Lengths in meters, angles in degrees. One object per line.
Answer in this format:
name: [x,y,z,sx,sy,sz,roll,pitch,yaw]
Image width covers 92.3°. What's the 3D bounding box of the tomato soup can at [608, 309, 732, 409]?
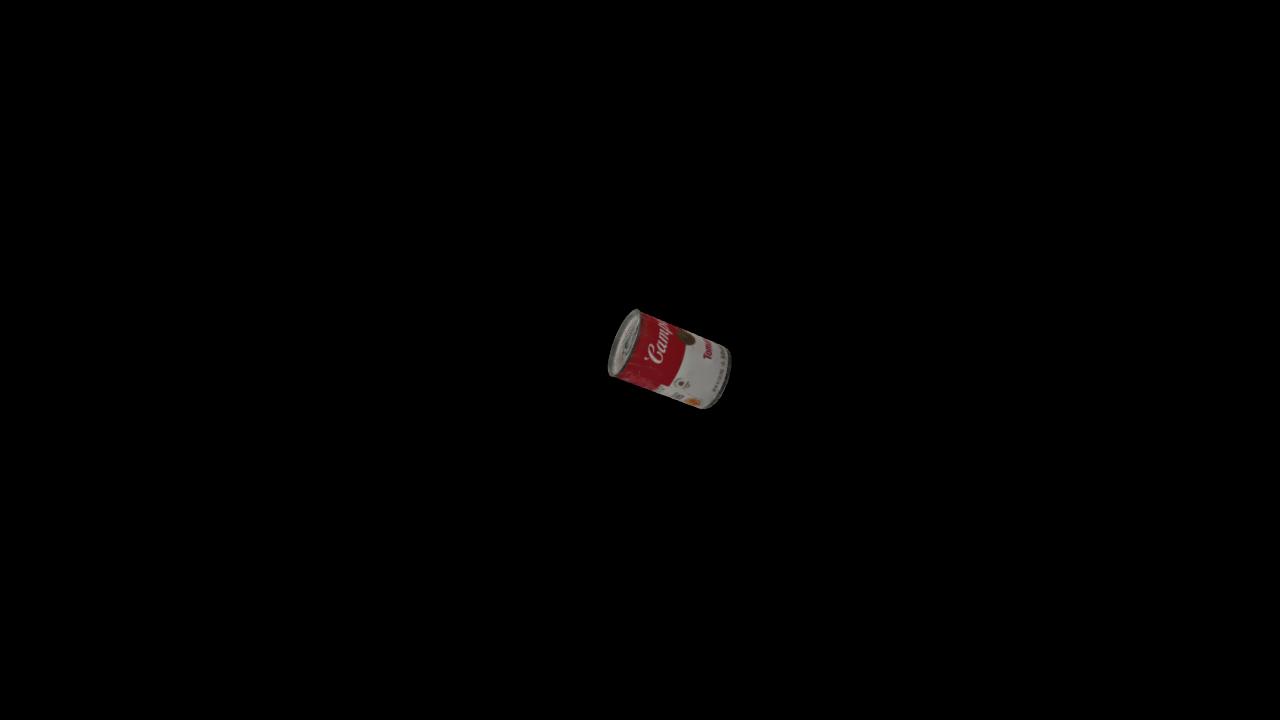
tomato soup can: [0.029,0.002,0.586,0.101,0.068,0.068,22,-7,-18]
